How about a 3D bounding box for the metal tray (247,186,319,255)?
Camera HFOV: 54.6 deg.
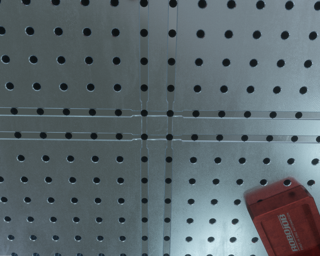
[{"bbox_3d":[0.200,0.161,0.471,0.090,0.030,0.130,-25,108,8],"label":"metal tray"}]
